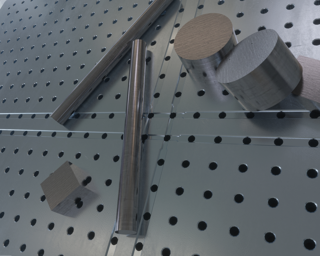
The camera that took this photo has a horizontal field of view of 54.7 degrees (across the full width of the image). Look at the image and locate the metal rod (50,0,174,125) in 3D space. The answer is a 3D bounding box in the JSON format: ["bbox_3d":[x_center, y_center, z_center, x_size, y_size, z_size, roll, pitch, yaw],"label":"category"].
[{"bbox_3d":[-0.074,-0.126,0.524,0.025,0.025,0.300,34,80,38],"label":"metal rod"}]

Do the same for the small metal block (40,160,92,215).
[{"bbox_3d":[-0.130,0.082,0.426,0.050,0.025,0.050,-42,51,-1],"label":"small metal block"}]

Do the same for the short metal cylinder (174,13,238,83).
[{"bbox_3d":[0.066,-0.109,0.425,0.080,0.050,0.080,-13,56,21],"label":"short metal cylinder"}]

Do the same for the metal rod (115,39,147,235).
[{"bbox_3d":[-0.037,-0.008,0.432,0.025,0.025,0.299,-12,56,21],"label":"metal rod"}]

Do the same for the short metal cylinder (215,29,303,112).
[{"bbox_3d":[0.111,-0.065,0.353,0.080,0.050,0.080,-38,26,23],"label":"short metal cylinder"}]

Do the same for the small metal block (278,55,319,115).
[{"bbox_3d":[0.169,-0.049,0.350,0.050,0.025,0.050,30,78,37],"label":"small metal block"}]
